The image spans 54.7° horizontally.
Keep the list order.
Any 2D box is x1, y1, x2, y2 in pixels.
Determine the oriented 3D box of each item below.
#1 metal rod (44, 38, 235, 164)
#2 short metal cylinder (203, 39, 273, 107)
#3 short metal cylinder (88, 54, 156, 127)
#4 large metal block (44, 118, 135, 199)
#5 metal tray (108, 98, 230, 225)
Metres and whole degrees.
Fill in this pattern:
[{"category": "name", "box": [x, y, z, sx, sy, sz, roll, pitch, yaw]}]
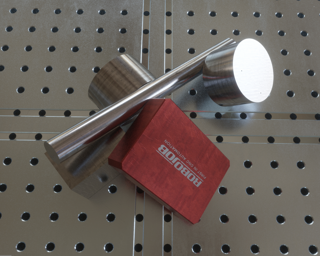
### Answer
[{"category": "metal rod", "box": [0.001, -0.049, 0.373, 0.025, 0.025, 0.302, 45, 55, 14]}, {"category": "short metal cylinder", "box": [0.102, -0.070, 0.404, 0.081, 0.050, 0.080, 3, 84, -37]}, {"category": "short metal cylinder", "box": [-0.044, -0.048, 0.399, 0.080, 0.080, 0.050, -42, 76, -14]}, {"category": "large metal block", "box": [-0.076, 0.034, 0.368, 0.080, 0.080, 0.050, -38, 75, -13]}, {"category": "metal tray", "box": [0.017, 0.039, 0.353, 0.130, 0.030, 0.090, 44, 70, -30]}]
